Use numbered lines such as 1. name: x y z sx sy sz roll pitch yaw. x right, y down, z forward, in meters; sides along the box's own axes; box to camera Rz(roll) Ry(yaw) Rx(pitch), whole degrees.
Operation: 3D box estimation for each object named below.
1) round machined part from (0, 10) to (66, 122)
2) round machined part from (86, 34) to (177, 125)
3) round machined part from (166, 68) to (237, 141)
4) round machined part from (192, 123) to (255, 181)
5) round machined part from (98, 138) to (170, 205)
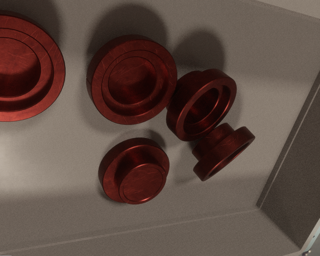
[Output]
1. round machined part: -0.142 -0.058 0.285 0.099 0.042 0.097 -14 125 -21
2. round machined part: -0.034 -0.056 0.346 0.099 0.042 0.097 -14 124 -21
3. round machined part: 0.047 -0.033 0.392 0.099 0.042 0.097 -29 145 -22
4. round machined part: 0.085 0.030 0.446 0.098 0.042 0.098 -35 162 -13
5. round machined part: -0.030 0.065 0.423 0.099 0.042 0.097 -14 125 -21
